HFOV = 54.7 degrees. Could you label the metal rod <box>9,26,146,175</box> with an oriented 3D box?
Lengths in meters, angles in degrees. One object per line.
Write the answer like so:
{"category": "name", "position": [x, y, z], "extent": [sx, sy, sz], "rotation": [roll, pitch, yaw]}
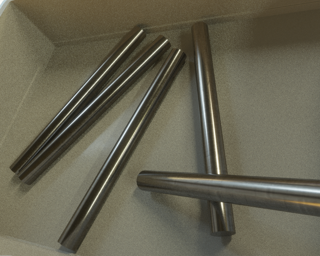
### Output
{"category": "metal rod", "position": [-0.127, -0.047, 0.499], "extent": [0.025, 0.025, 0.300], "rotation": [33, 80, 38]}

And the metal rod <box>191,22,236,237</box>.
{"category": "metal rod", "position": [0.061, -0.022, 0.386], "extent": [0.025, 0.025, 0.299], "rotation": [-14, 56, 20]}

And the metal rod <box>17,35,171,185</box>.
{"category": "metal rod", "position": [-0.097, -0.030, 0.472], "extent": [0.300, 0.025, 0.025], "rotation": [-45, 51, -4]}

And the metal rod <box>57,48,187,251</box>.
{"category": "metal rod", "position": [-0.042, 0.017, 0.416], "extent": [0.025, 0.025, 0.300], "rotation": [18, 71, 35]}

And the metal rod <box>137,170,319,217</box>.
{"category": "metal rod", "position": [0.072, 0.052, 0.258], "extent": [0.299, 0.025, 0.025], "rotation": [-7, 55, 53]}
